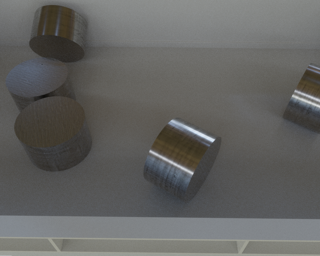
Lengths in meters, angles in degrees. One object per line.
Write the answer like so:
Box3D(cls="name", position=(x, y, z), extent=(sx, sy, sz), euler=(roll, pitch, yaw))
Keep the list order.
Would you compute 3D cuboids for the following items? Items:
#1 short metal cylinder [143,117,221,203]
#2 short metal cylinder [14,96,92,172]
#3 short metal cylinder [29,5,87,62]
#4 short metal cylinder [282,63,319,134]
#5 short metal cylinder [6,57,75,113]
Box3D(cls="short metal cylinder", position=(0.026, 0.035, 0.340), extent=(0.050, 0.080, 0.080), euler=(27, 55, 21))
Box3D(cls="short metal cylinder", position=(-0.129, 0.007, 0.382), extent=(0.080, 0.050, 0.080), euler=(0, 50, 0))
Box3D(cls="short metal cylinder", position=(-0.156, -0.143, 0.480), extent=(0.080, 0.080, 0.050), euler=(2, 73, 1))
Box3D(cls="short metal cylinder", position=(0.202, -0.038, 0.403), extent=(0.050, 0.080, 0.080), euler=(28, 56, 21))
Box3D(cls="short metal cylinder", position=(-0.164, -0.054, 0.433), extent=(0.080, 0.050, 0.080), euler=(0, 50, 0))
